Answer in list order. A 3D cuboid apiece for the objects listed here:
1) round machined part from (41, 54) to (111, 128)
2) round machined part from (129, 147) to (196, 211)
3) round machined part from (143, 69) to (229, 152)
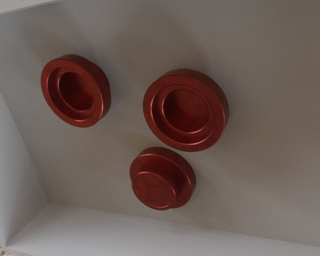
[{"bbox_3d":[-0.108,-0.053,0.420,0.098,0.042,0.097,13,124,20],"label":"round machined part"},{"bbox_3d":[-0.001,0.079,0.446,0.098,0.042,0.097,13,124,20],"label":"round machined part"},{"bbox_3d":[0.033,-0.024,0.365,0.098,0.042,0.097,13,124,20],"label":"round machined part"}]
